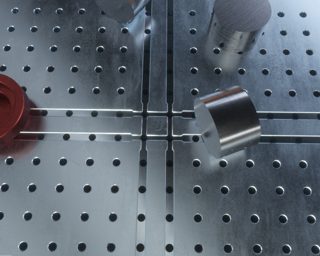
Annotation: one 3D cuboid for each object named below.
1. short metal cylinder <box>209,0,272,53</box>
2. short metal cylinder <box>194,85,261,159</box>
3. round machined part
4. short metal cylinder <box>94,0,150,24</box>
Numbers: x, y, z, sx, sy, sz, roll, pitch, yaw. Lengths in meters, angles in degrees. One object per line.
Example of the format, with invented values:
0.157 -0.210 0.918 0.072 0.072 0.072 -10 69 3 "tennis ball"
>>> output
0.116 -0.159 0.457 0.081 0.050 0.080 0 70 0 "short metal cylinder"
0.081 -0.008 0.386 0.050 0.080 0.080 -19 71 -7 "short metal cylinder"
-0.221 -0.020 0.408 0.099 0.042 0.098 0 70 0 "round machined part"
-0.057 -0.202 0.456 0.080 0.080 0.050 32 73 11 "short metal cylinder"
